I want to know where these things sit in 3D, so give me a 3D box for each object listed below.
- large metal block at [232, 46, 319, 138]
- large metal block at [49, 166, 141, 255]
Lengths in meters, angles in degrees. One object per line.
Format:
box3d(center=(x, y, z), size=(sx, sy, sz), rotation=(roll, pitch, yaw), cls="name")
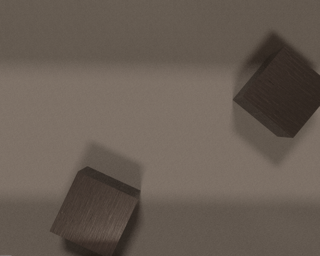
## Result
box3d(center=(0.156, -0.044, 0.401), size=(0.080, 0.050, 0.080), rotation=(40, 90, -1), cls="large metal block")
box3d(center=(-0.080, 0.105, 0.398), size=(0.080, 0.050, 0.080), rotation=(25, 90, -1), cls="large metal block")
